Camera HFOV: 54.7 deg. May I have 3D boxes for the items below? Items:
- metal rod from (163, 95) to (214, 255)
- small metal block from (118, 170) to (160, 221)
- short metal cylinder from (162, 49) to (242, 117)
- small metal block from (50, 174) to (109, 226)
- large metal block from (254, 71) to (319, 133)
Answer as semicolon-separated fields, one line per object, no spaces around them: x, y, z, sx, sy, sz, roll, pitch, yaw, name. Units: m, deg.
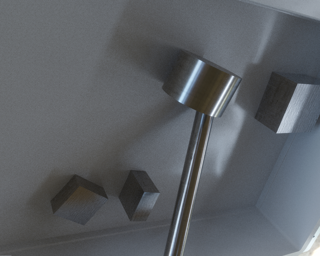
0.033;0.101;0.407;0.025;0.025;0.299;18;82;-36;metal rod
-0.031;0.095;0.436;0.025;0.050;0.050;12;112;-34;small metal block
0.049;-0.054;0.368;0.081;0.080;0.050;14;111;-34;short metal cylinder
-0.107;0.096;0.411;0.050;0.025;0.050;-47;130;5;small metal block
0.207;-0.040;0.484;0.081;0.050;0.079;-1;119;-28;large metal block
